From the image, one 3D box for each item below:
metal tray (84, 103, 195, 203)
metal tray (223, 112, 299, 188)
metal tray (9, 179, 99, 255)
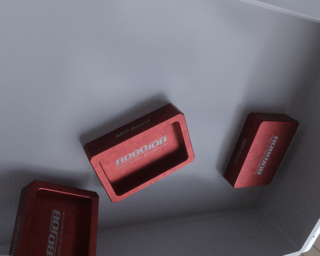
[{"bbox_3d":[-0.023,0.034,0.415,0.131,0.030,0.090,-27,128,-12],"label":"metal tray"},{"bbox_3d":[0.170,0.039,0.526,0.091,0.030,0.129,1,118,-29],"label":"metal tray"},{"bbox_3d":[-0.121,0.133,0.359,0.091,0.130,0.030,22,141,-35],"label":"metal tray"}]
